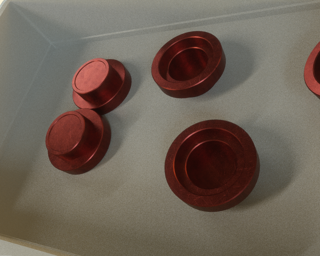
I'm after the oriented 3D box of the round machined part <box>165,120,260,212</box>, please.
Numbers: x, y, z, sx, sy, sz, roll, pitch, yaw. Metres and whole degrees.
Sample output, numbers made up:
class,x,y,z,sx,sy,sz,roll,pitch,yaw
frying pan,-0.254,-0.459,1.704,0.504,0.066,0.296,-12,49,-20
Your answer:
class,x,y,z,sx,sy,sz,roll,pitch,yaw
round machined part,0.058,0.043,0.337,0.098,0.042,0.098,-13,56,20

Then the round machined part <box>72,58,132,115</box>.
class,x,y,z,sx,sy,sz,roll,pitch,yaw
round machined part,-0.098,-0.071,0.488,0.098,0.042,0.098,-13,56,20

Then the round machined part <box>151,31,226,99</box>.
class,x,y,z,sx,sy,sz,roll,pitch,yaw
round machined part,0.042,-0.081,0.421,0.098,0.042,0.098,-13,56,20

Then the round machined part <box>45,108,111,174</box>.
class,x,y,z,sx,sy,sz,roll,pitch,yaw
round machined part,-0.124,0.014,0.445,0.098,0.042,0.098,-12,61,22

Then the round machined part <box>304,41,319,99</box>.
class,x,y,z,sx,sy,sz,roll,pitch,yaw
round machined part,0.202,-0.062,0.311,0.098,0.042,0.098,-39,34,33
